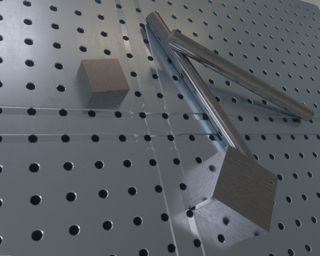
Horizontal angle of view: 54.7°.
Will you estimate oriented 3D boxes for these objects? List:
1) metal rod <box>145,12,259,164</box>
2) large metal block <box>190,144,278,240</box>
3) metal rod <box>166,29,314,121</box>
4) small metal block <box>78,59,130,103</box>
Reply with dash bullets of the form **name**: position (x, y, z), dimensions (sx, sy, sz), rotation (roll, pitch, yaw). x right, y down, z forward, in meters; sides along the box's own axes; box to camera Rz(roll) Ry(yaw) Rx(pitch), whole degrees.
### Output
- **metal rod**: position (0.061, -0.059, 0.476), dimensions (0.025, 0.025, 0.299), rotation (-21, 73, -36)
- **large metal block**: position (0.096, 0.082, 0.394), dimensions (0.080, 0.050, 0.080), rotation (33, 51, -7)
- **metal rod**: position (0.144, -0.080, 0.516), dimensions (0.302, 0.025, 0.025), rotation (23, 53, -21)
- **small metal block**: position (-0.074, -0.063, 0.407), dimensions (0.050, 0.025, 0.050), rotation (-10, 67, -32)
